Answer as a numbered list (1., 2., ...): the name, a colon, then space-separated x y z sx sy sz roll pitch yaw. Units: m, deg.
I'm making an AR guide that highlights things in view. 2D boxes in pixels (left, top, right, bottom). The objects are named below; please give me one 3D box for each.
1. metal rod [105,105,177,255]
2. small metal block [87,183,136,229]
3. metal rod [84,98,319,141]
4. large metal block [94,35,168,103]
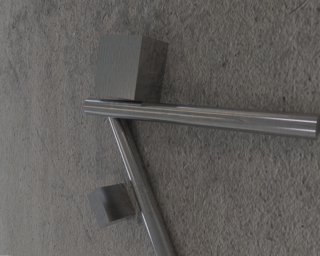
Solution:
1. metal rod: -0.018 0.098 0.420 0.025 0.025 0.299 -34 69 35
2. small metal block: -0.069 0.111 0.446 0.025 0.050 0.050 -40 66 33
3. metal rod: 0.022 -0.016 0.369 0.300 0.025 0.025 7 95 34
4. large metal block: -0.041 -0.081 0.422 0.080 0.050 0.079 13 99 39
